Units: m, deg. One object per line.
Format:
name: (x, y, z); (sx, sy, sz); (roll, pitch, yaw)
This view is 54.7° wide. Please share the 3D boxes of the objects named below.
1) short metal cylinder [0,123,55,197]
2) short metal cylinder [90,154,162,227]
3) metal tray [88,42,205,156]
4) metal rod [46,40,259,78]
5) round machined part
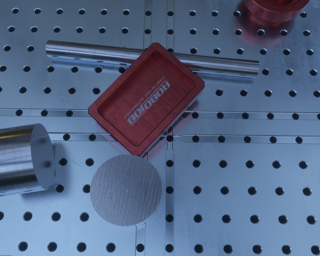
short metal cylinder: (-0.163, 0.037, 0.368); (0.050, 0.080, 0.080); (-9, 70, -3)
short metal cylinder: (-0.038, 0.077, 0.370); (0.081, 0.050, 0.080); (0, 70, 0)
metal tray: (-0.017, -0.036, 0.407); (0.090, 0.030, 0.130); (42, 83, 8)
metal rod: (-0.012, -0.100, 0.447); (0.302, 0.025, 0.025); (6, 70, 2)
round machined part: (0.176, -0.203, 0.478); (0.099, 0.042, 0.098); (0, 70, 0)
